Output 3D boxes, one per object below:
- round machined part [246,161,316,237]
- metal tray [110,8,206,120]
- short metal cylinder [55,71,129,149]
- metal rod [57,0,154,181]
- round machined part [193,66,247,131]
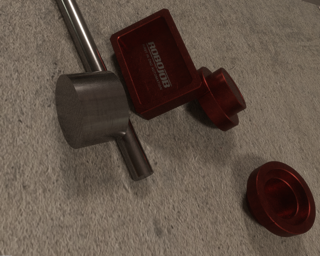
[{"bbox_3d":[0.157,0.098,0.420,0.099,0.042,0.098,14,56,-21],"label":"round machined part"},{"bbox_3d":[-0.005,-0.086,0.417,0.090,0.030,0.130,-24,69,9],"label":"metal tray"},{"bbox_3d":[-0.077,-0.021,0.341,0.050,0.080,0.080,-13,69,-34],"label":"short metal cylinder"},{"bbox_3d":[-0.081,-0.072,0.405,0.025,0.025,0.299,-14,69,-34],"label":"metal rod"},{"bbox_3d":[0.088,-0.047,0.444,0.098,0.042,0.098,44,27,-30],"label":"round machined part"}]
